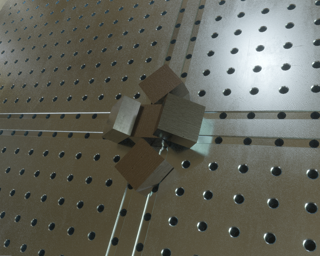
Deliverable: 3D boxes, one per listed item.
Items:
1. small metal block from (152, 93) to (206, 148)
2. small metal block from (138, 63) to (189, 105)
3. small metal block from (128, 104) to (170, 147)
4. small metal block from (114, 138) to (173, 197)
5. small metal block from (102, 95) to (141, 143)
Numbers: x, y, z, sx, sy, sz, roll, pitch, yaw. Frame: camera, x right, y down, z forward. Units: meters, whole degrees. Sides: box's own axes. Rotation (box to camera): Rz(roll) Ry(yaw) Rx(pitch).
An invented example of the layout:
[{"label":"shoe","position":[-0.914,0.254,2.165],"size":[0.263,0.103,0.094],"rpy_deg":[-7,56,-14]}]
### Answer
[{"label":"small metal block","position":[0.024,-0.009,0.384],"size":[0.050,0.025,0.050],"rpy_deg":[20,66,-8]},{"label":"small metal block","position":[0.005,-0.057,0.441],"size":[0.050,0.025,0.050],"rpy_deg":[-37,50,2]},{"label":"small metal block","position":[-0.009,-0.004,0.415],"size":[0.050,0.025,0.050],"rpy_deg":[2,62,29]},{"label":"small metal block","position":[-0.021,0.049,0.389],"size":[0.050,0.025,0.050],"rpy_deg":[-47,50,-4]},{"label":"small metal block","position":[-0.054,-0.011,0.428],"size":[0.050,0.025,0.050],"rpy_deg":[-29,41,59]}]
